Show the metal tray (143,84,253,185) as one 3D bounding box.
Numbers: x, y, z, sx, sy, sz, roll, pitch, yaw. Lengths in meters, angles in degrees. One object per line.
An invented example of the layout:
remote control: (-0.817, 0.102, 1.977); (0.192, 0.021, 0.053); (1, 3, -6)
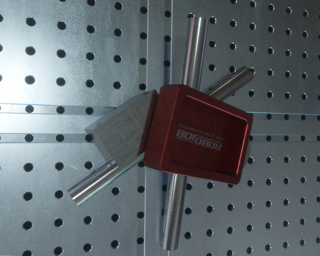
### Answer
metal tray: (0.049, 0.012, 0.354); (0.131, 0.030, 0.090); (17, 84, -38)

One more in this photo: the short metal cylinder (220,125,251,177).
short metal cylinder: (0.076, 0.026, 0.428); (0.081, 0.050, 0.079); (0, 90, -21)

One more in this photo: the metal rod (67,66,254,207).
metal rod: (0.012, 0.002, 0.419); (0.301, 0.025, 0.025); (-35, 102, -17)

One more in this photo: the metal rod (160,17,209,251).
metal rod: (0.030, 0.013, 0.401); (0.025, 0.025, 0.298); (4, 98, -20)

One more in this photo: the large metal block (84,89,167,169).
large metal block: (-0.038, 0.000, 0.370); (0.080, 0.080, 0.050); (-36, 102, -17)
